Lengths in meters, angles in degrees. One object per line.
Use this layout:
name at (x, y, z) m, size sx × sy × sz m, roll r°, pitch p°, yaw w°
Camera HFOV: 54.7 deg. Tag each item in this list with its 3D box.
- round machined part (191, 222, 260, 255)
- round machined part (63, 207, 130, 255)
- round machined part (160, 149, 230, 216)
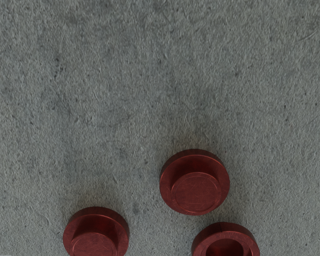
round machined part at (0.096, 0.182, 0.469) m, size 0.099 × 0.042 × 0.097 m, roll 0°, pitch 110°, yaw 0°
round machined part at (-0.096, 0.171, 0.463) m, size 0.099 × 0.042 × 0.097 m, roll 0°, pitch 110°, yaw 0°
round machined part at (0.048, 0.082, 0.431) m, size 0.099 × 0.042 × 0.097 m, roll 0°, pitch 110°, yaw 0°
